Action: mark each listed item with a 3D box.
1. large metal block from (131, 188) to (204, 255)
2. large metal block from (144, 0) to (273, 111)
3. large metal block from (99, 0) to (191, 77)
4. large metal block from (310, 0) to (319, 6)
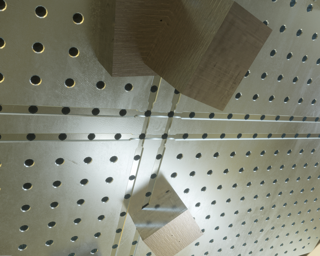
[{"bbox_3d":[0.013,0.157,0.499,0.080,0.050,0.080,-34,129,-6],"label":"large metal block"},{"bbox_3d":[0.039,-0.074,0.286,0.050,0.080,0.080,18,109,-36],"label":"large metal block"},{"bbox_3d":[-0.017,-0.101,0.323,0.081,0.050,0.079,-7,121,-25],"label":"large metal block"},{"bbox_3d":[0.238,-0.179,0.394,0.081,0.080,0.050,11,113,-33],"label":"large metal block"}]
